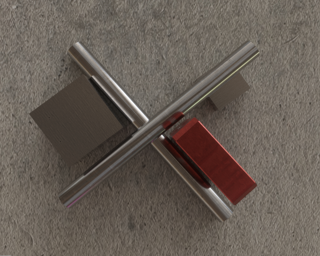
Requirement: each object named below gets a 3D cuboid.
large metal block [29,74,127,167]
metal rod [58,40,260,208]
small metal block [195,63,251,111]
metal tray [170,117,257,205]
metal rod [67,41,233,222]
[{"bbox_3d":[-0.101,-0.009,0.396,0.080,0.050,0.080,-37,90,0],"label":"large metal block"},{"bbox_3d":[-0.001,-0.005,0.386,0.300,0.025,0.025,-39,91,-1],"label":"metal rod"},{"bbox_3d":[0.082,-0.057,0.412,0.050,0.025,0.050,-35,90,0],"label":"small metal block"},{"bbox_3d":[0.053,0.032,0.359,0.030,0.130,0.090,-43,90,1],"label":"metal tray"},{"bbox_3d":[-0.012,0.006,0.411,0.025,0.025,0.300,-42,91,0],"label":"metal rod"}]
